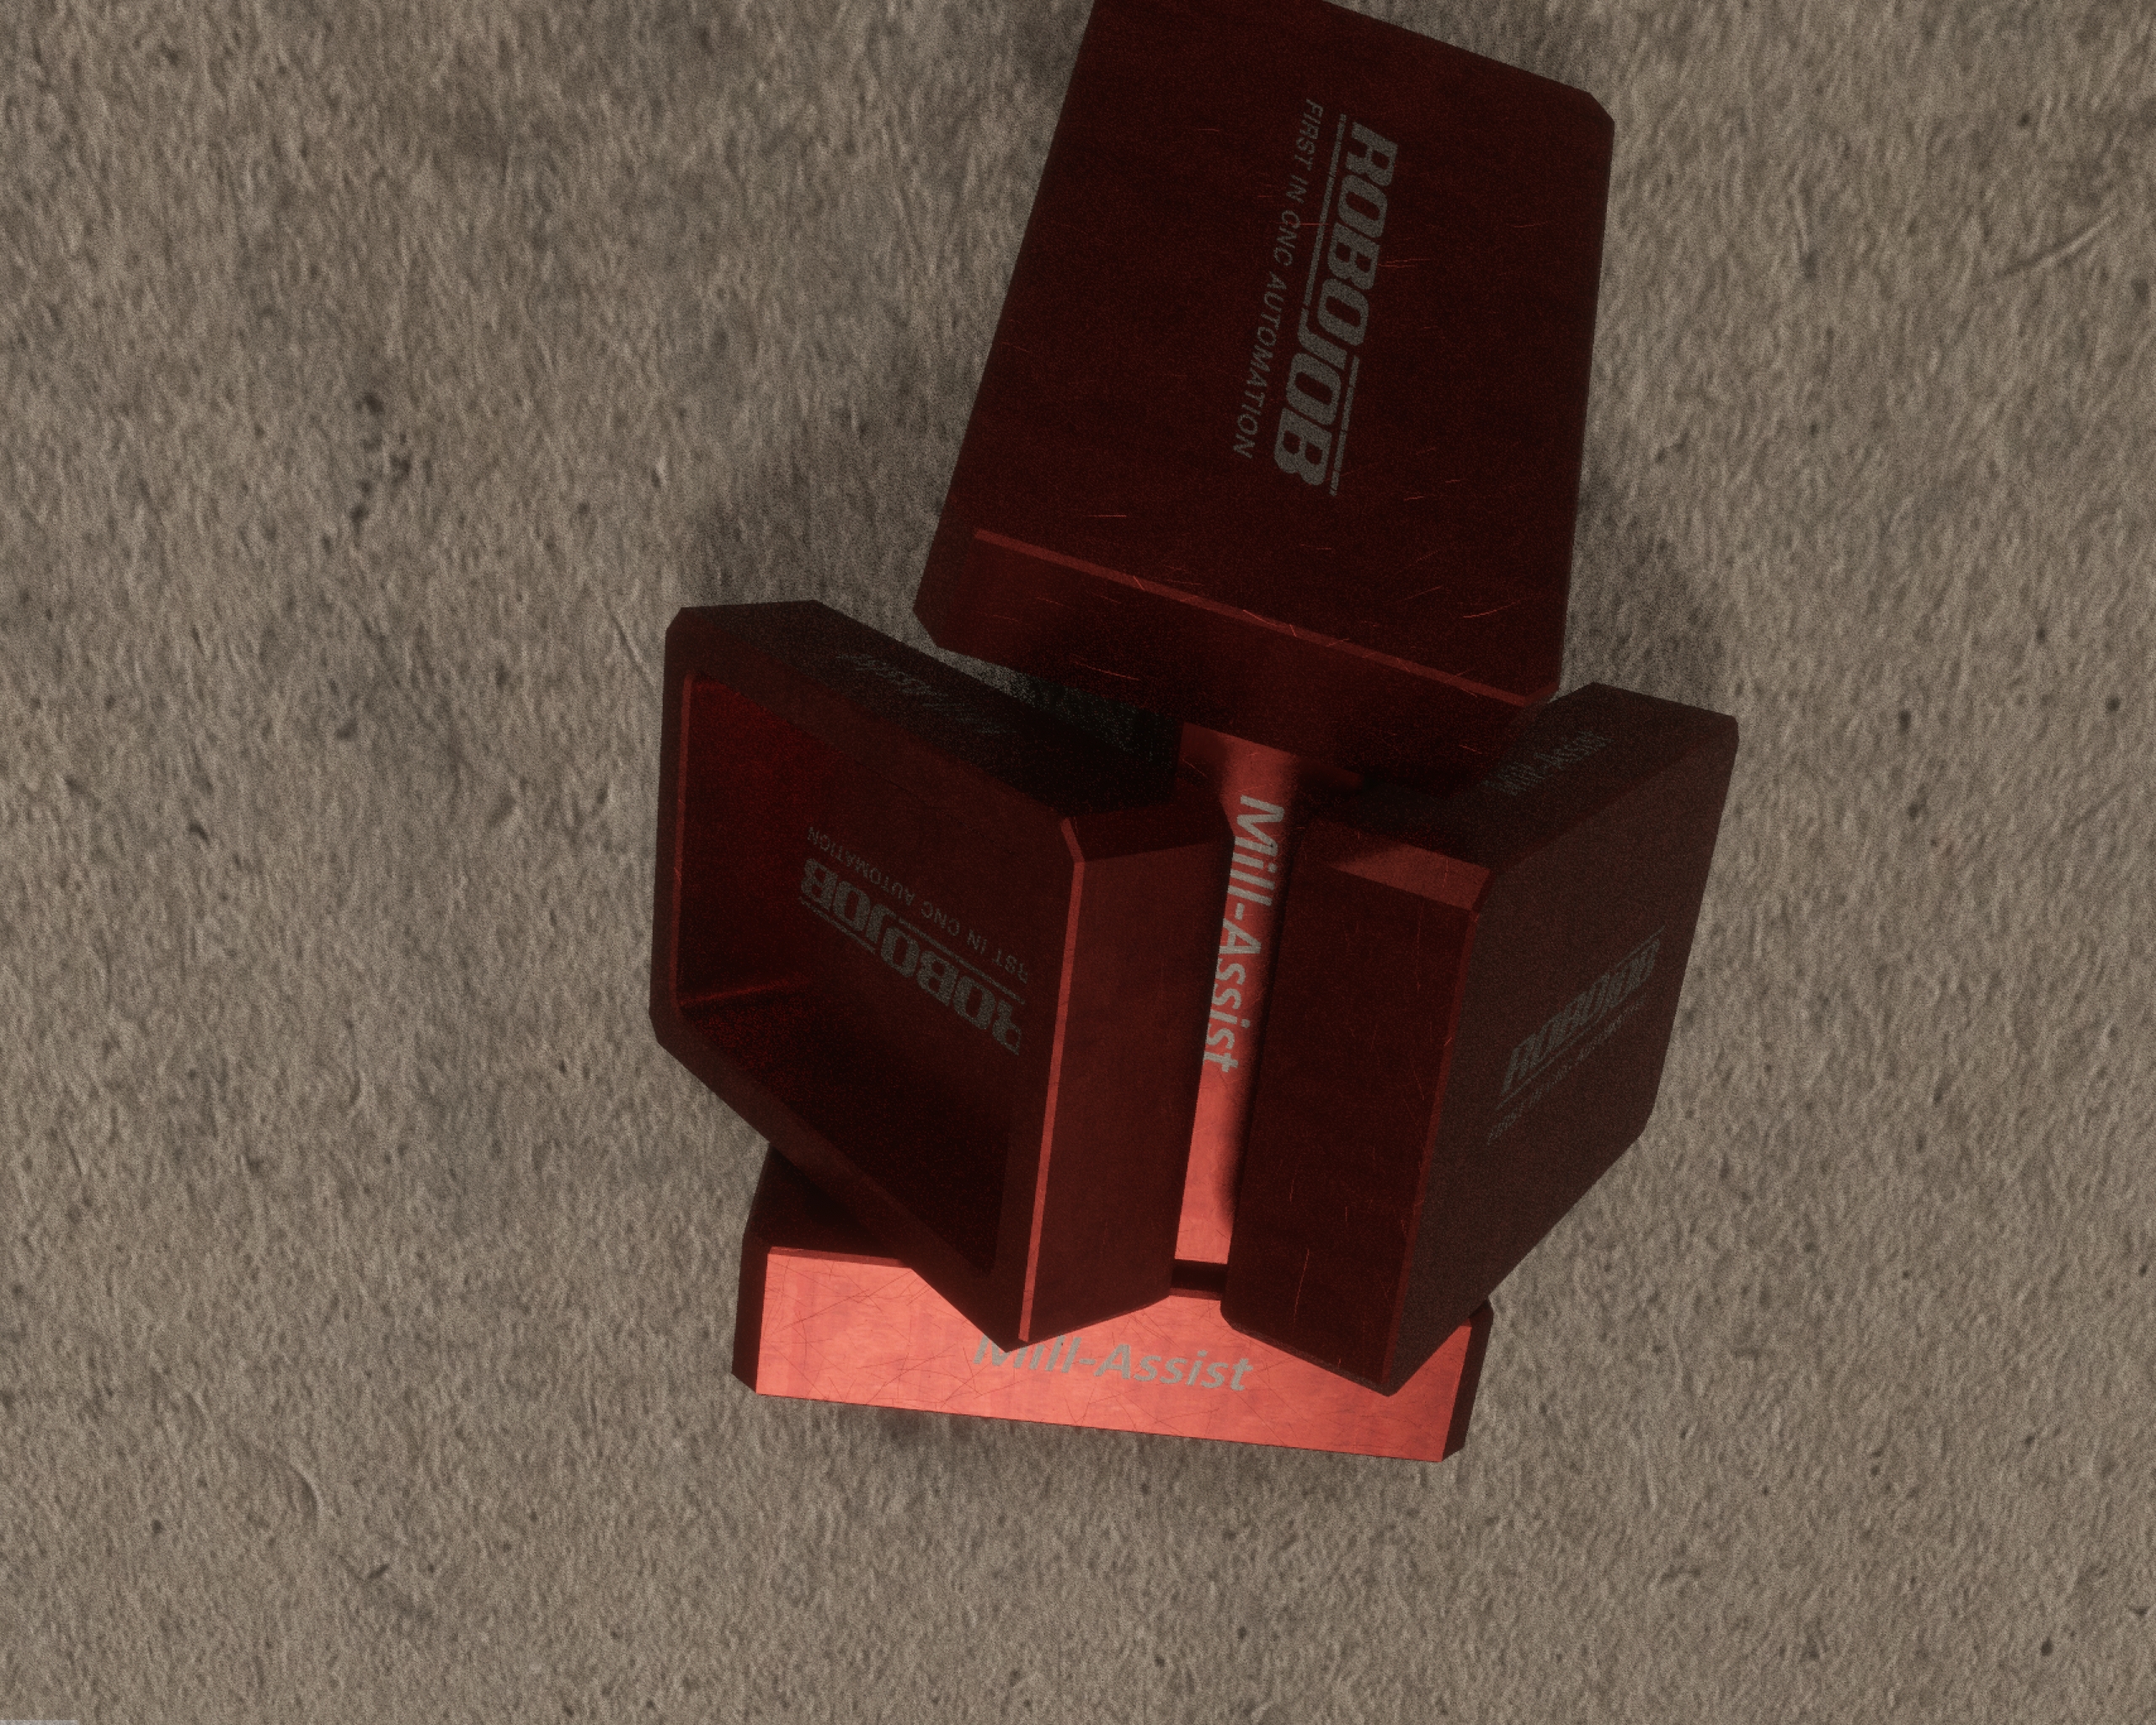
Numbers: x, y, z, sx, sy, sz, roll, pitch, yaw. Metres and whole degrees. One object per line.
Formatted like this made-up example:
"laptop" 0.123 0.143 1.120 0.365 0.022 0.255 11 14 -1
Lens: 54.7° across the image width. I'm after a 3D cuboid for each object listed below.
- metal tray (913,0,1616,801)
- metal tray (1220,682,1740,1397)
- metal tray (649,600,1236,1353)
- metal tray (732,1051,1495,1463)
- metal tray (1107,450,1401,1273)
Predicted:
"metal tray" 0.034 -0.082 0.332 0.091 0.130 0.030 17 150 -7
"metal tray" 0.075 0.024 0.368 0.030 0.131 0.089 18 113 29
"metal tray" -0.031 0.013 0.364 0.030 0.130 0.089 -9 115 -36
"metal tray" 0.006 0.070 0.402 0.131 0.090 0.030 7 110 -3
"metal tray" 0.026 -0.004 0.375 0.030 0.090 0.129 7 110 -3
